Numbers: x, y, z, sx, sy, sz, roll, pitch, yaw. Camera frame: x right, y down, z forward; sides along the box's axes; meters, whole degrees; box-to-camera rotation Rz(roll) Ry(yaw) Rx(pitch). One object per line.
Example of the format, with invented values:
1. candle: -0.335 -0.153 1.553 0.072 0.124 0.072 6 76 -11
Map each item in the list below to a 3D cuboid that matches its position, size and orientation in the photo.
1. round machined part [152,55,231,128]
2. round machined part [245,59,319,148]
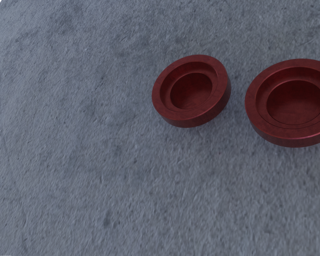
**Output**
1. round machined part: 0.042 -0.043 0.396 0.098 0.042 0.098 -13 56 20
2. round machined part: 0.145 -0.023 0.331 0.098 0.042 0.098 -13 56 20
